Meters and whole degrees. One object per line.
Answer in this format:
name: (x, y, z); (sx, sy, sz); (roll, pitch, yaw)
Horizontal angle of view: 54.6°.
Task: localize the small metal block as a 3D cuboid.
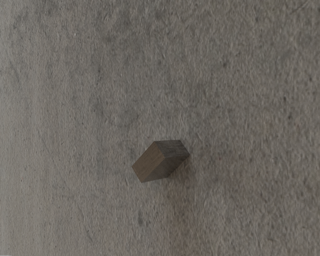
small metal block: (0.001, 0.041, 0.389); (0.050, 0.050, 0.025); (-49, 61, 29)
